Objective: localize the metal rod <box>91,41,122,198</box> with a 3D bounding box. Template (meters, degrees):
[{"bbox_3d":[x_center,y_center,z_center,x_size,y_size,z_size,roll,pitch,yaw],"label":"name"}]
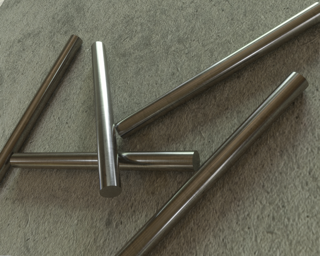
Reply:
[{"bbox_3d":[-0.082,-0.036,0.448,0.025,0.025,0.300,-26,46,12],"label":"metal rod"}]

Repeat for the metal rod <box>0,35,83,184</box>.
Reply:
[{"bbox_3d":[-0.214,-0.040,0.540,0.025,0.025,0.300,10,66,32],"label":"metal rod"}]

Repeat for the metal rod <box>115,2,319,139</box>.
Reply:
[{"bbox_3d":[0.072,-0.071,0.409,0.300,0.025,0.025,-31,52,8],"label":"metal rod"}]

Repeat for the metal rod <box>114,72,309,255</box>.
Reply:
[{"bbox_3d":[0.054,0.052,0.343,0.300,0.025,0.025,-45,51,-4],"label":"metal rod"}]

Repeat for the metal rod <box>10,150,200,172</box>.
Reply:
[{"bbox_3d":[-0.092,0.045,0.424,0.300,0.025,0.025,-3,61,26],"label":"metal rod"}]
